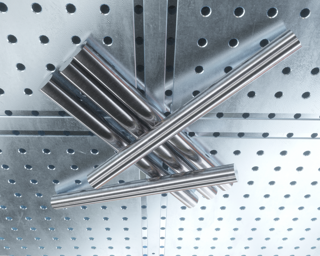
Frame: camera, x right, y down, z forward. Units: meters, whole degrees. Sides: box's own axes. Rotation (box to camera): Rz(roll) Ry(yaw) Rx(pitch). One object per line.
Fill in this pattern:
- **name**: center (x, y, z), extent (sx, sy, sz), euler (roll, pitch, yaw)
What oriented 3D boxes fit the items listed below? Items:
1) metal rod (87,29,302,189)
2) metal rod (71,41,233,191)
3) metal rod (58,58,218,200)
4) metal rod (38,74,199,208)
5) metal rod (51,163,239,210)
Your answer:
- **metal rod**: center (0.028, -0.012, 0.375), extent (0.300, 0.025, 0.025), euler (-36, 122, 16)
- **metal rod**: center (0.008, 0.001, 0.413), extent (0.025, 0.025, 0.300), euler (-33, 123, 24)
- **metal rod**: center (-0.012, 0.017, 0.425), extent (0.025, 0.025, 0.300), euler (-32, 124, 24)
- **metal rod**: center (-0.041, 0.034, 0.440), extent (0.025, 0.025, 0.300), euler (-32, 124, 24)
- **metal rod**: center (-0.036, 0.091, 0.461), extent (0.301, 0.025, 0.025), euler (-13, 130, 21)
